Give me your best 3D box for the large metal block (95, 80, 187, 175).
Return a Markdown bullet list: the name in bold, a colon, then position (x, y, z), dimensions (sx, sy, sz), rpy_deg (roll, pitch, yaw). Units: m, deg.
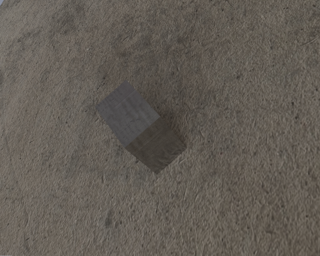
- **large metal block**: position (-0.022, 0.000, 0.380), dimensions (0.050, 0.080, 0.080), rpy_deg (-42, 51, 0)
